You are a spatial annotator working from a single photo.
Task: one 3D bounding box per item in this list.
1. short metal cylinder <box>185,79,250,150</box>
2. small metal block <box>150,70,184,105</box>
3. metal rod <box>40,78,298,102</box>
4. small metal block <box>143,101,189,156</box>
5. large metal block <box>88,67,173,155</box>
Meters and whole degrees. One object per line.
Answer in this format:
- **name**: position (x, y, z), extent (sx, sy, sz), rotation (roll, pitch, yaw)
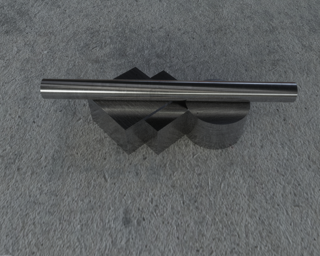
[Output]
- **short metal cylinder**: position (0.072, -0.019, 0.404), extent (0.081, 0.050, 0.080), rotation (0, 50, 0)
- **small metal block**: position (0.012, -0.043, 0.425), extent (0.025, 0.050, 0.050), rotation (-35, 59, -26)
- **metal rod**: position (0.010, -0.045, 0.376), extent (0.302, 0.025, 0.025), rotation (1, 50, 0)
- **small metal block**: position (0.007, 0.000, 0.390), extent (0.050, 0.050, 0.025), rotation (-35, 59, -26)
- **large metal block**: position (-0.037, -0.025, 0.407), extent (0.080, 0.050, 0.080), rotation (-35, 58, -26)
